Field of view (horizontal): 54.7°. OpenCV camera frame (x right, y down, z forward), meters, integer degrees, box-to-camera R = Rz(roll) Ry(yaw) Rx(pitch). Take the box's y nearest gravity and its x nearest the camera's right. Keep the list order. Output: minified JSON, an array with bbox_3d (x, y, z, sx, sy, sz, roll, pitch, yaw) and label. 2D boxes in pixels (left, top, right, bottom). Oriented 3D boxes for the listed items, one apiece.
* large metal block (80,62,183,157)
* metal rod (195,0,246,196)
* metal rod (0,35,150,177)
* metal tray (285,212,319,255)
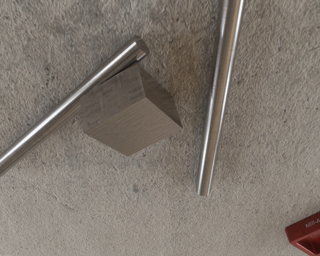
[{"bbox_3d":[-0.032,-0.017,0.359,0.080,0.050,0.080,-28,144,19],"label":"large metal block"},{"bbox_3d":[0.070,-0.015,0.395,0.025,0.025,0.298,0,130,-1],"label":"metal rod"},{"bbox_3d":[-0.132,-0.013,0.394,0.299,0.025,0.025,-34,123,25],"label":"metal rod"},{"bbox_3d":[0.312,0.187,0.568,0.090,0.030,0.130,35,122,-27],"label":"metal tray"}]
